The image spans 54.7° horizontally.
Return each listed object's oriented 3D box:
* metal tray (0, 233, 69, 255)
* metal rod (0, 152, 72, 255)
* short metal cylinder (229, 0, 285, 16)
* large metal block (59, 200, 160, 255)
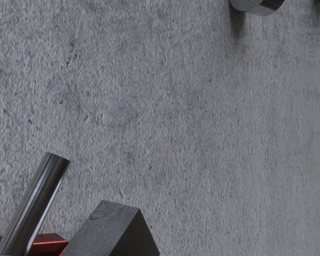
[{"bbox_3d":[-0.140,0.169,0.284,0.091,0.030,0.129,12,82,-39],"label":"metal tray"},{"bbox_3d":[-0.146,0.160,0.242,0.025,0.025,0.299,34,69,-35],"label":"metal rod"},{"bbox_3d":[0.158,-0.227,0.501,0.050,0.080,0.079,-5,93,-40],"label":"short metal cylinder"},{"bbox_3d":[-0.050,0.136,0.325,0.080,0.050,0.080,-53,136,-43],"label":"large metal block"}]
